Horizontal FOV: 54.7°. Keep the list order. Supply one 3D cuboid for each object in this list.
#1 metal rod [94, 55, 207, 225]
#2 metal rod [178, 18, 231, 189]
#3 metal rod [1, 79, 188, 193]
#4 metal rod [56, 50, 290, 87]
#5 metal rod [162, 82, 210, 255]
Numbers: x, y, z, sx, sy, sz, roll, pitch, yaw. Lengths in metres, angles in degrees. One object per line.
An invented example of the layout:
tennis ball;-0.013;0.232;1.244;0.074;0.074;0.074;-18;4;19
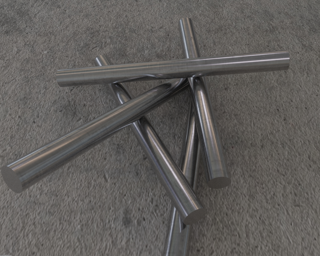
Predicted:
metal rod;-0.029;-0.010;0.392;0.025;0.025;0.300;-20;47;-16
metal rod;0.052;-0.057;0.417;0.025;0.025;0.300;-3;50;-2
metal rod;-0.035;-0.018;0.355;0.025;0.025;0.302;28;36;21
metal rod;0.009;-0.077;0.409;0.301;0.025;0.025;-3;50;10
metal rod;0.033;0.050;0.361;0.025;0.025;0.300;8;50;7
